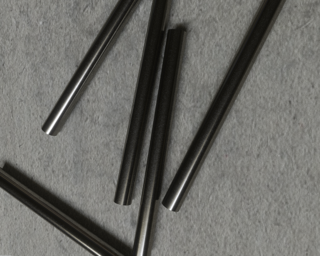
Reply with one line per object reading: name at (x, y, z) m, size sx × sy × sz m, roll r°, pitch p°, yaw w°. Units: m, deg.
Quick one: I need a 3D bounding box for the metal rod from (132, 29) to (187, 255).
metal rod at (-0.001, 0.023, 0.408) m, size 0.025 × 0.025 × 0.298 m, roll 10°, pitch 93°, yaw 19°

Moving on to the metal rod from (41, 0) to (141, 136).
metal rod at (-0.082, -0.115, 0.436) m, size 0.025 × 0.025 × 0.299 m, roll 38°, pitch 102°, yaw 15°

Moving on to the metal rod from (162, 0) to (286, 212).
metal rod at (0.077, -0.031, 0.381) m, size 0.025 × 0.025 × 0.298 m, roll 28°, pitch 99°, yaw 17°

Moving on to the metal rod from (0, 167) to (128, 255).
metal rod at (-0.141, 0.140, 0.457) m, size 0.301 × 0.025 × 0.025 m, roll 28°, pitch 99°, yaw 17°

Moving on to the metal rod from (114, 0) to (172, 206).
metal rod at (-0.022, -0.044, 0.415) m, size 0.025 × 0.025 × 0.298 m, roll 13°, pitch 94°, yaw 19°
